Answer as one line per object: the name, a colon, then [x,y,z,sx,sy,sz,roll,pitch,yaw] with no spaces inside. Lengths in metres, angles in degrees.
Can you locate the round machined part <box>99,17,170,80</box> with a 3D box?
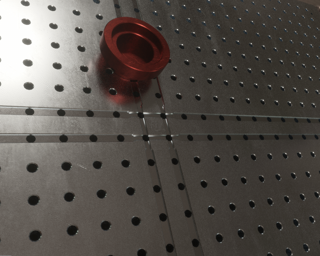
round machined part: [-0.039,-0.108,0.444,0.099,0.042,0.098,14,56,-21]
